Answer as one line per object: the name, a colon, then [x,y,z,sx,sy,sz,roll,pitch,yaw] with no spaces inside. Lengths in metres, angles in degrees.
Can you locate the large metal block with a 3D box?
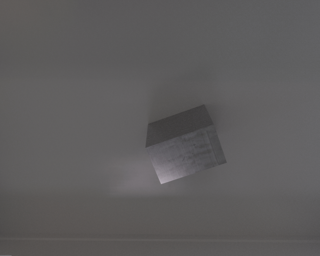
large metal block: [0.030,0.017,0.388,0.080,0.080,0.050,-19,109,7]
